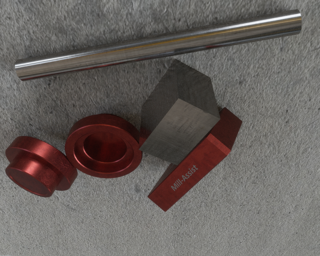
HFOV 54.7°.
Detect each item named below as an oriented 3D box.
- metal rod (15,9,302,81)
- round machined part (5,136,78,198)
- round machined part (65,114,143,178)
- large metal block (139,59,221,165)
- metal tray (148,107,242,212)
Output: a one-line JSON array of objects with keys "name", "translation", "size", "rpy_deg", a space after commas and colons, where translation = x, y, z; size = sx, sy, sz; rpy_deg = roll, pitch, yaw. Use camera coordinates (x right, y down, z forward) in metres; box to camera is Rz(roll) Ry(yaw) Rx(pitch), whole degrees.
[{"name": "metal rod", "translation": [-0.008, -0.087, 0.333], "size": [0.301, 0.025, 0.025], "rpy_deg": [-8, 130, 6]}, {"name": "round machined part", "translation": [-0.167, 0.059, 0.422], "size": [0.098, 0.042, 0.097], "rpy_deg": [16, 142, 13]}, {"name": "round machined part", "translation": [-0.072, 0.019, 0.412], "size": [0.099, 0.042, 0.097], "rpy_deg": [0, 130, 0]}, {"name": "large metal block", "translation": [0.019, -0.018, 0.356], "size": [0.050, 0.080, 0.080], "rpy_deg": [25, 126, -19]}, {"name": "metal tray", "translation": [0.045, 0.040, 0.396], "size": [0.030, 0.090, 0.129], "rpy_deg": [41, 123, 2]}]
